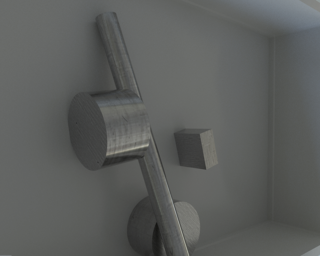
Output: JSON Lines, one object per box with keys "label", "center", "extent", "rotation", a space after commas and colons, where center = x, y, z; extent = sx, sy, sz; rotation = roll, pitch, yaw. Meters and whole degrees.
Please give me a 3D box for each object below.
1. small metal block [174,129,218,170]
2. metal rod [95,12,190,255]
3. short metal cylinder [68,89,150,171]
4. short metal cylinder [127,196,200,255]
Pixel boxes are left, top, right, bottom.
{"label": "small metal block", "center": [0.050, 0.028, 0.435], "extent": [0.025, 0.050, 0.050], "rotation": [-20, 103, -39]}
{"label": "metal rod", "center": [-0.018, 0.015, 0.352], "extent": [0.025, 0.025, 0.298], "rotation": [-16, 88, -39]}
{"label": "short metal cylinder", "center": [-0.055, 0.000, 0.326], "extent": [0.050, 0.080, 0.079], "rotation": [-11, 97, -40]}
{"label": "short metal cylinder", "center": [0.005, 0.130, 0.397], "extent": [0.081, 0.050, 0.079], "rotation": [0, 90, -40]}
